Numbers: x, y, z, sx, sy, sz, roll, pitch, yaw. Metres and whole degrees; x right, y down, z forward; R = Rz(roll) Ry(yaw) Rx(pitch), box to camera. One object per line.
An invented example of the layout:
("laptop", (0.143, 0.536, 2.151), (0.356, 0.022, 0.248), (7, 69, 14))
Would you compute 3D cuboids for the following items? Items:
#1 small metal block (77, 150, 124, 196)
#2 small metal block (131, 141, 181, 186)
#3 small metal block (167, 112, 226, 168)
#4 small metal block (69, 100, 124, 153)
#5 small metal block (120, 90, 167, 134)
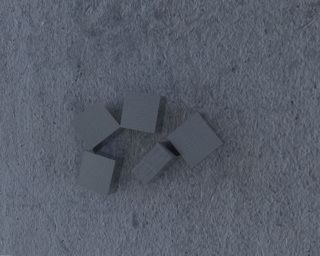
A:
("small metal block", (-0.084, 0.062, 0.439), (0.050, 0.025, 0.050), (15, 95, 19))
("small metal block", (-0.002, 0.043, 0.396), (0.025, 0.050, 0.050), (47, 104, 14))
("small metal block", (0.046, 0.015, 0.393), (0.050, 0.025, 0.050), (-41, 77, 15))
("small metal block", (-0.087, -0.002, 0.431), (0.050, 0.025, 0.050), (-39, 76, -7))
("small metal block", (-0.022, -0.022, 0.417), (0.050, 0.025, 0.050), (10, 93, 19))
